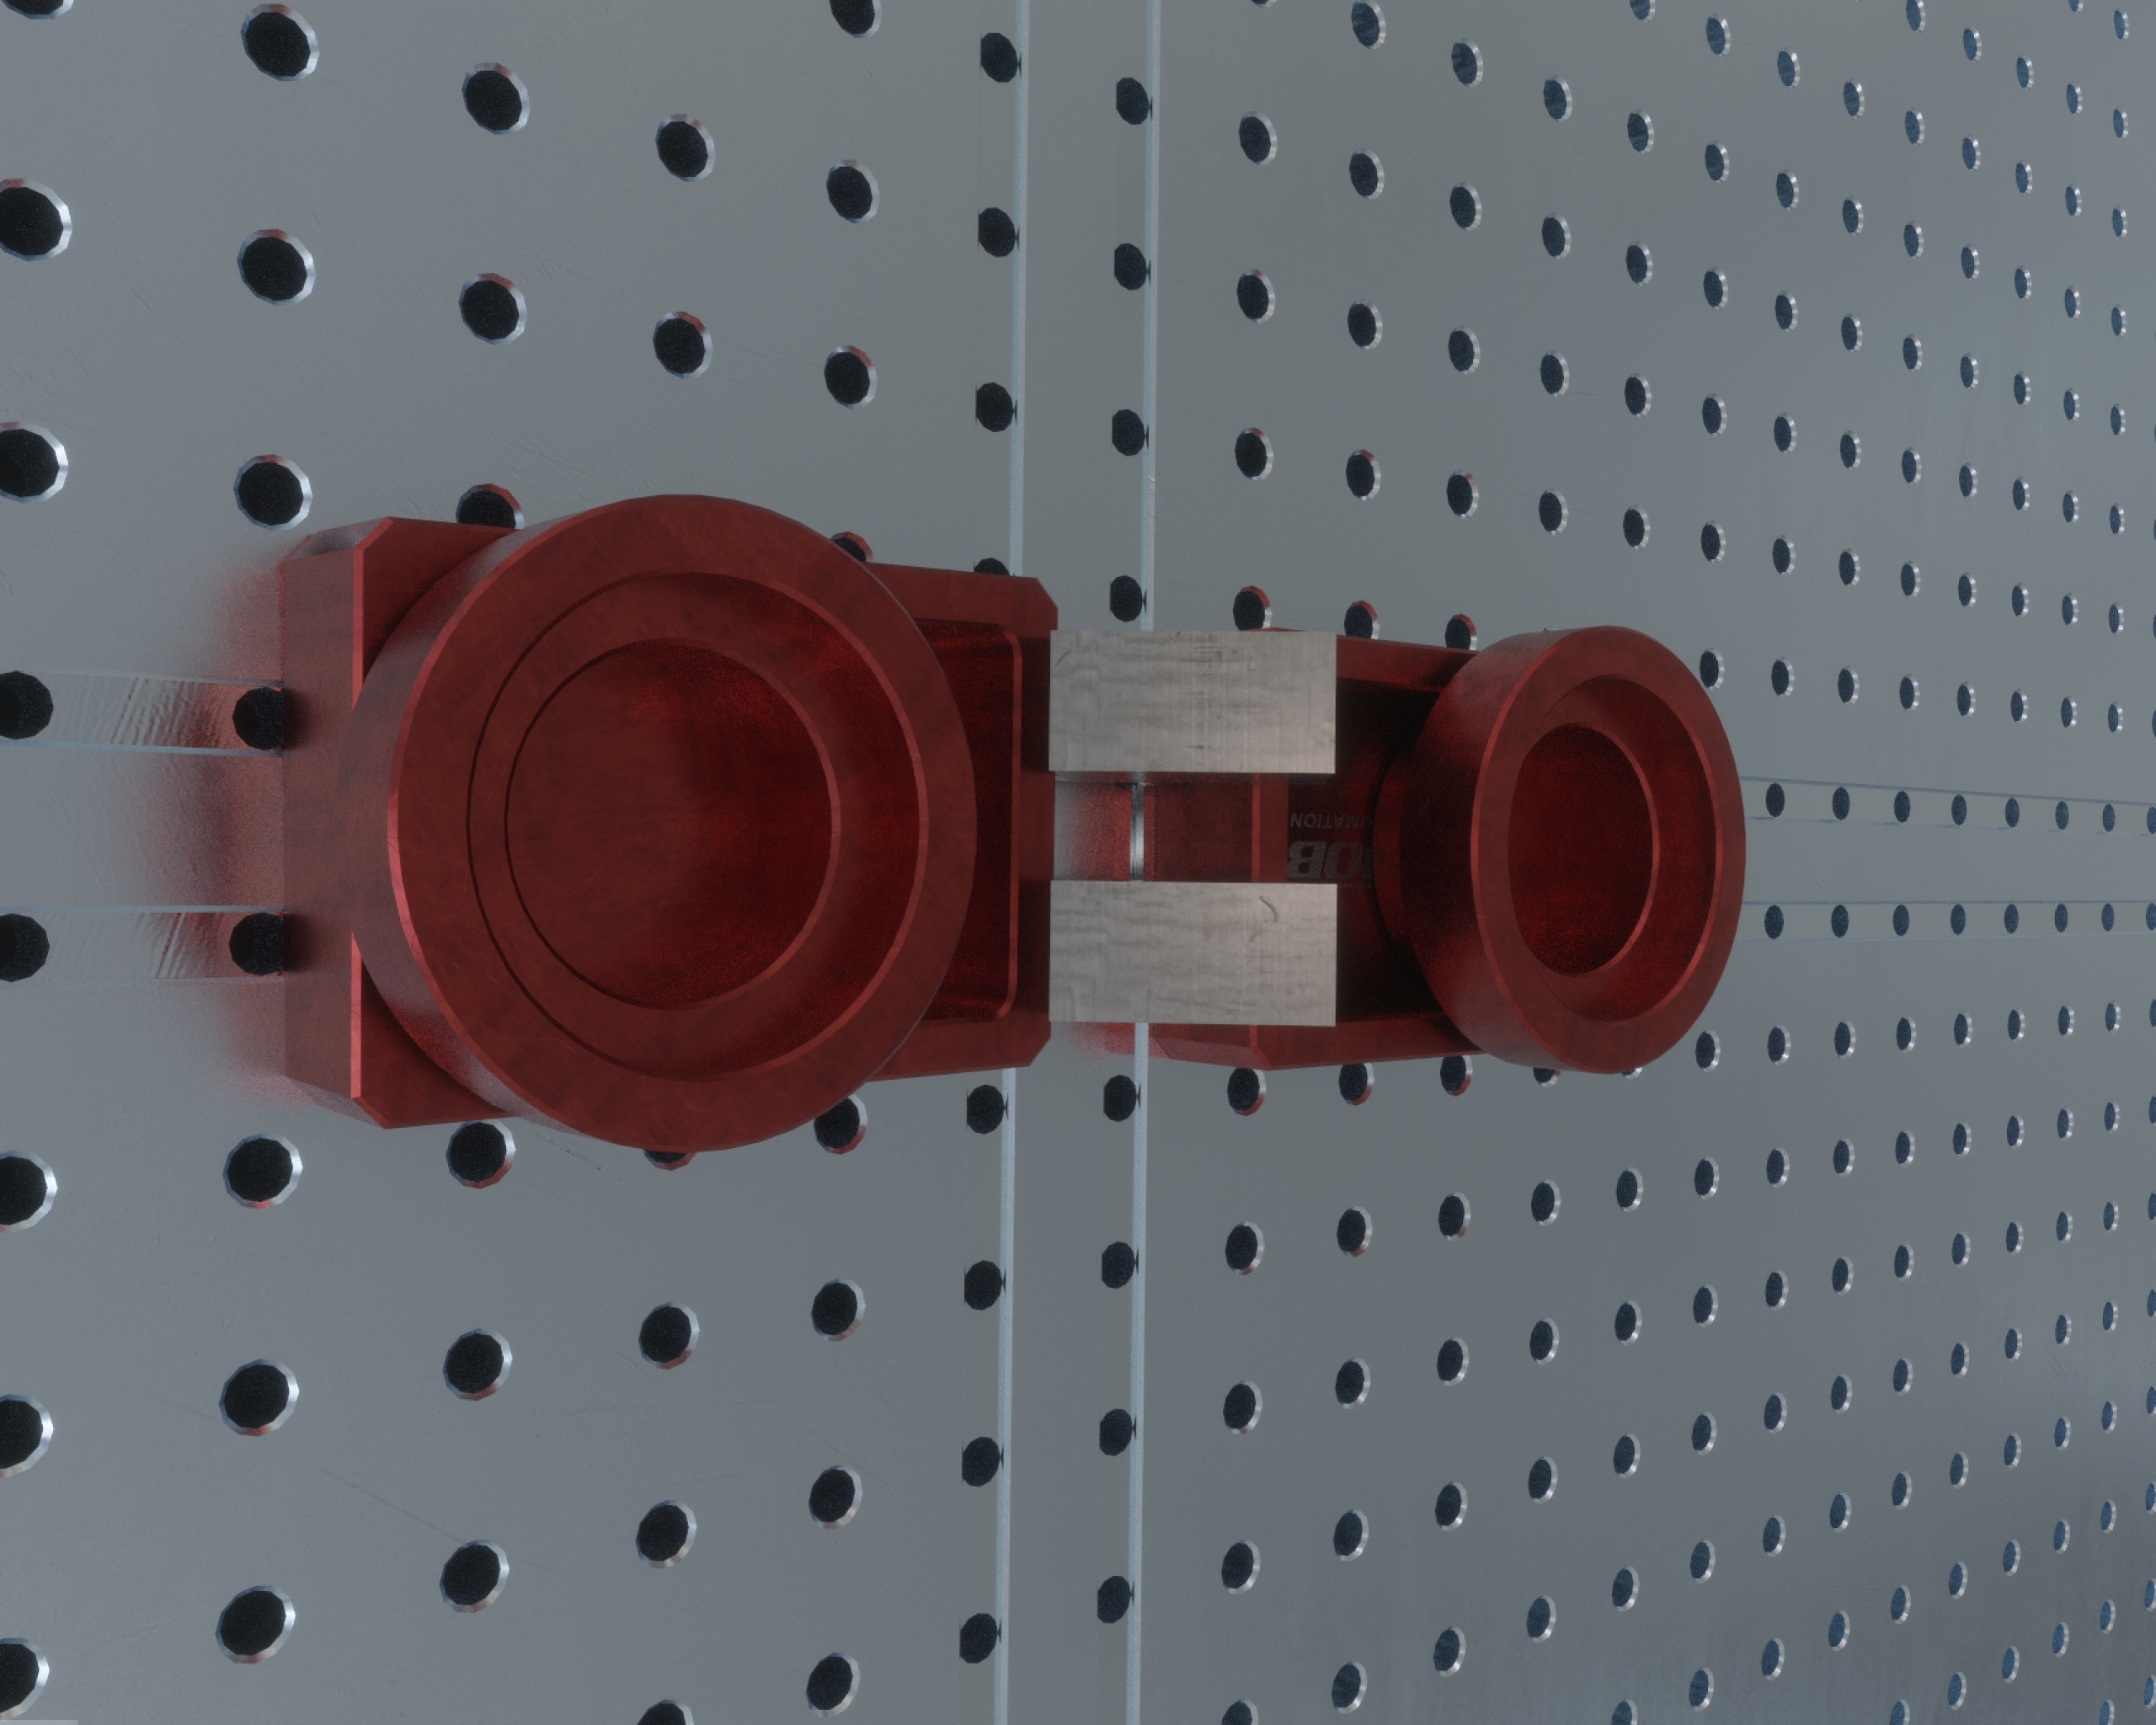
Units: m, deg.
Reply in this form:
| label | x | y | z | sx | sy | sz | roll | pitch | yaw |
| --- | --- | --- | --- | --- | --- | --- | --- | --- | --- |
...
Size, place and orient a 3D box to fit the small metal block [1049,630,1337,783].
| label | x | y | z | sx | sy | sz | roll | pitch | yaw |
| --- | --- | --- | --- | --- | --- | --- | --- | --- | --- |
| small metal block | 0.022 | -0.028 | 0.393 | 0.050 | 0.050 | 0.025 | 1 | 90 | 4 |

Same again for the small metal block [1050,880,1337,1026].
| label | x | y | z | sx | sy | sz | roll | pitch | yaw |
| --- | --- | --- | --- | --- | --- | --- | --- | --- | --- |
| small metal block | 0.022 | 0.016 | 0.392 | 0.050 | 0.050 | 0.025 | 1 | 90 | 4 |

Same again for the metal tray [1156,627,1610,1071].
| label | x | y | z | sx | sy | sz | roll | pitch | yaw |
| --- | --- | --- | --- | --- | --- | --- | --- | --- | --- |
| metal tray | 0.076 | -0.002 | 0.470 | 0.131 | 0.030 | 0.089 | 1 | 90 | -40 |

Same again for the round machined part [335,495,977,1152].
| label | x | y | z | sx | sy | sz | roll | pitch | yaw |
| --- | --- | --- | --- | --- | --- | --- | --- | --- | --- |
| round machined part | -0.067 | -0.006 | 0.325 | 0.099 | 0.042 | 0.097 | 0 | 90 | -40 |

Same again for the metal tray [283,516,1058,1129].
| label | x | y | z | sx | sy | sz | roll | pitch | yaw |
| --- | --- | --- | --- | --- | --- | --- | --- | --- | --- |
| metal tray | -0.064 | -0.007 | 0.354 | 0.131 | 0.030 | 0.089 | -1 | 93 | -40 |

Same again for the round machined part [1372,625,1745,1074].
| label | x | y | z | sx | sy | sz | roll | pitch | yaw |
| --- | --- | --- | --- | --- | --- | --- | --- | --- | --- |
| round machined part | 0.104 | -0.003 | 0.469 | 0.099 | 0.042 | 0.097 | 0 | 90 | -40 |
